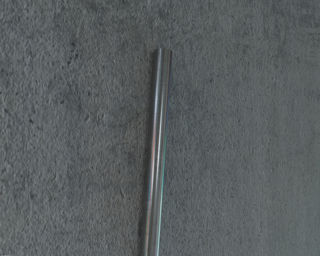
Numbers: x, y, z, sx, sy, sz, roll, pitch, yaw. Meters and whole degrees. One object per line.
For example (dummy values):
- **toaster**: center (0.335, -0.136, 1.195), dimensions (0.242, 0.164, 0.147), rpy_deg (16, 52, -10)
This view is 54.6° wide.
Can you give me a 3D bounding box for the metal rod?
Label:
- **metal rod**: center (-0.006, 0.048, 0.398), dimensions (0.025, 0.025, 0.299), rpy_deg (7, 86, -40)
